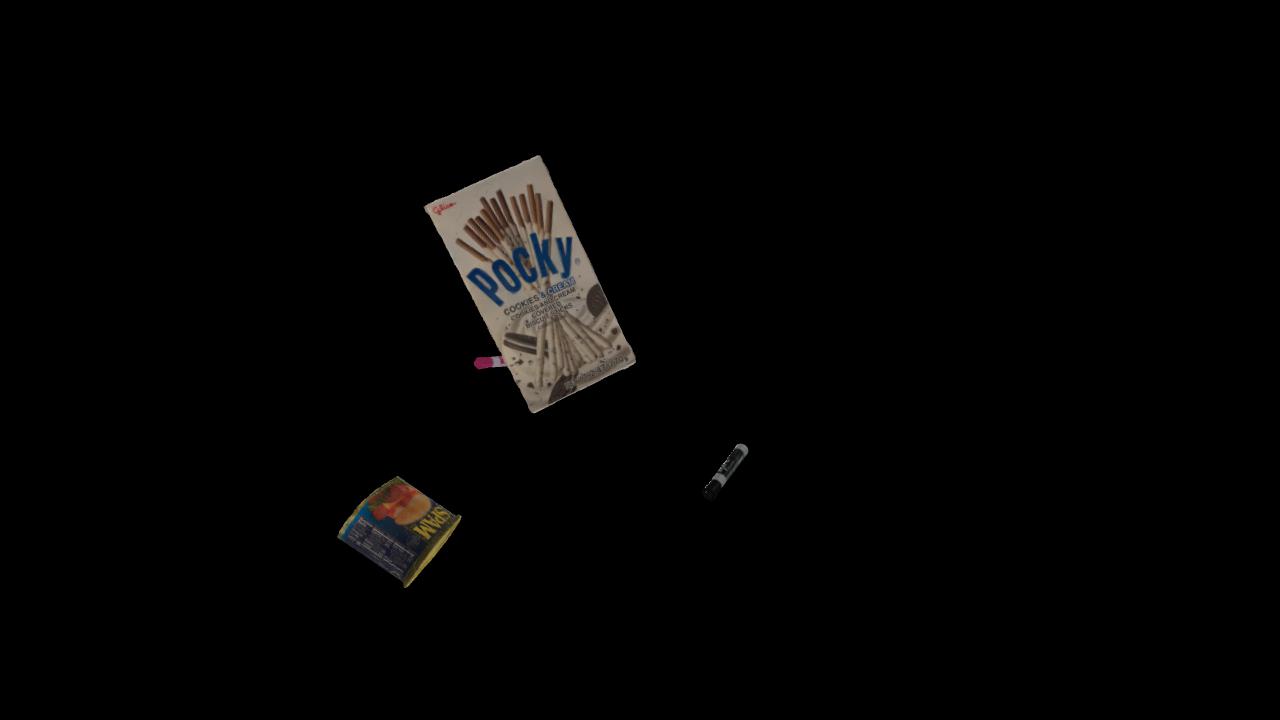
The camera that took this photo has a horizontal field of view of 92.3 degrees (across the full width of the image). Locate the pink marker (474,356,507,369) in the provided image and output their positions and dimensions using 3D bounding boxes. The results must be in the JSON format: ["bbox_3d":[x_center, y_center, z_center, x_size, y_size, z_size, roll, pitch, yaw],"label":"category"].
[{"bbox_3d":[-0.213,0.001,0.983,0.020,0.020,0.121,0,4,38],"label":"pink marker"}]

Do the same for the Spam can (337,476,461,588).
[{"bbox_3d":[-0.247,0.174,0.638,0.085,0.058,0.101,35,6,-2],"label":"Spam can"}]

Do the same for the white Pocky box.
[{"bbox_3d":[-0.071,-0.049,0.419,0.084,0.154,0.028,-27,12,-7],"label":"white Pocky box"}]

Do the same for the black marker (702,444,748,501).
[{"bbox_3d":[0.114,0.148,0.816,0.020,0.020,0.121,0,22,32],"label":"black marker"}]
